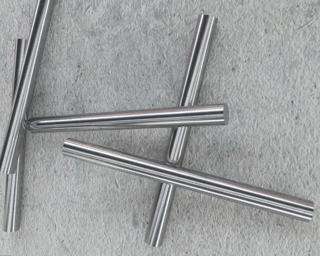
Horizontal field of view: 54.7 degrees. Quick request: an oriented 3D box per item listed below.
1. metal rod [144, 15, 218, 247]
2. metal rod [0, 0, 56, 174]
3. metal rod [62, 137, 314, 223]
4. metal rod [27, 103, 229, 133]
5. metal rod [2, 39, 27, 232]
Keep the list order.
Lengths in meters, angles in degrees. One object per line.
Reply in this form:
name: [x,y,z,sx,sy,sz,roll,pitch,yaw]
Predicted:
metal rod: [0.026,0.007,0.399,0.025,0.025,0.298,15,95,19]
metal rod: [-0.197,-0.080,0.464,0.025,0.025,0.298,12,89,19]
metal rod: [0.025,0.059,0.375,0.301,0.025,0.025,14,95,10]
metal rod: [-0.061,-0.010,0.413,0.300,0.025,0.025,-2,89,26]
metal rod: [-0.224,0.012,0.488,0.025,0.025,0.298,5,92,20]
